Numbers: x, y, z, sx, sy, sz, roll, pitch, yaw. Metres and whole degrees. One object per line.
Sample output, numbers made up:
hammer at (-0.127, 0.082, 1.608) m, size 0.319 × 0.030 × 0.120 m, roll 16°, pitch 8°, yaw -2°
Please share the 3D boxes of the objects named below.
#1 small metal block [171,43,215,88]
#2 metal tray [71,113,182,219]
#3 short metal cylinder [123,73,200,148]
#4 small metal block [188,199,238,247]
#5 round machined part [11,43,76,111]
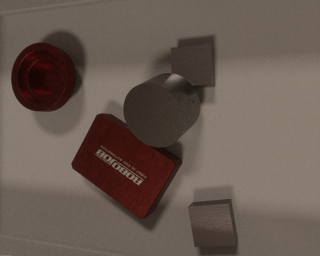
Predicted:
small metal block at (0.043, -0.077, 0.395) m, size 0.050 × 0.025 × 0.050 m, roll -1°, pitch 90°, yaw 19°
metal tray at (-0.048, 0.049, 0.424) m, size 0.130 × 0.030 × 0.090 m, roll 32°, pitch 100°, yaw 16°
short metal cylinder at (0.003, -0.023, 0.381) m, size 0.080 × 0.050 × 0.079 m, roll 12°, pitch 117°, yaw 24°
small metal block at (0.066, 0.118, 0.387) m, size 0.050 × 0.025 × 0.050 m, roll -10°, pitch 87°, yaw 19°
round machined part at (-0.165, -0.072, 0.458) m, size 0.098 × 0.042 × 0.097 m, roll 0°, pitch 90°, yaw 19°
